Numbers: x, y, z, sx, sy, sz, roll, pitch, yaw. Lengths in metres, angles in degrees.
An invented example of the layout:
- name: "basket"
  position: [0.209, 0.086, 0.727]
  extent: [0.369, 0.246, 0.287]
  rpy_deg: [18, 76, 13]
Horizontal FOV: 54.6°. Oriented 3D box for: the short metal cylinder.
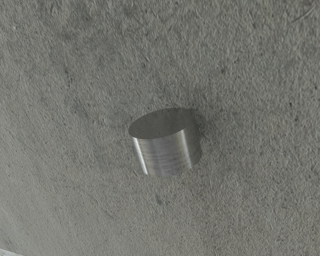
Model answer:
- name: "short metal cylinder"
  position: [0.007, 0.015, 0.377]
  extent: [0.080, 0.080, 0.050]
  rpy_deg: [-1, 118, 28]
